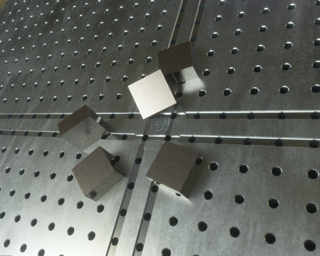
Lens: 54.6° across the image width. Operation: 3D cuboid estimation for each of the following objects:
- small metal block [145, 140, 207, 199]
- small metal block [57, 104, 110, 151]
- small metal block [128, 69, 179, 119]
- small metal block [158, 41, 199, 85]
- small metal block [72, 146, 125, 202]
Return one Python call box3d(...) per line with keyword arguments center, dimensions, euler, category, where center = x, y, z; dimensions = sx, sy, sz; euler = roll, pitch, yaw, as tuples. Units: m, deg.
box3d(center=(0.019, 0.049, 0.369), dimensions=(0.050, 0.025, 0.050), euler=(19, 71, 35), category="small metal block")
box3d(center=(-0.110, 0.001, 0.451), dimensions=(0.050, 0.050, 0.025), euler=(-34, 51, 6), category="small metal block")
box3d(center=(-0.008, -0.045, 0.426), dimensions=(0.050, 0.025, 0.050), euler=(-26, 86, 12), category="small metal block")
box3d(center=(0.026, -0.093, 0.453), dimensions=(0.050, 0.025, 0.050), euler=(-15, 55, 19), category="small metal block")
box3d(center=(-0.083, 0.061, 0.416), dimensions=(0.050, 0.025, 0.050), euler=(-41, 51, 0), category="small metal block")
